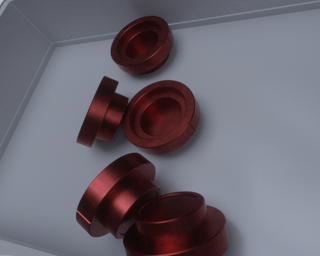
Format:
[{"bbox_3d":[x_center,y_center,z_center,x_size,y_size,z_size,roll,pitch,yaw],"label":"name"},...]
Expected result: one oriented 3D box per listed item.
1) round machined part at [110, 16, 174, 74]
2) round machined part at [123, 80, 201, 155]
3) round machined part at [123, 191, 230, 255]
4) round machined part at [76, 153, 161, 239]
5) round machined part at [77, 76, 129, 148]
[{"bbox_3d":[-0.024,-0.123,0.481,0.098,0.042,0.098,-13,56,20],"label":"round machined part"},{"bbox_3d":[0.005,-0.010,0.397,0.098,0.042,0.098,-13,56,20],"label":"round machined part"},{"bbox_3d":[0.013,0.092,0.293,0.098,0.098,0.042,-10,97,22],"label":"round machined part"},{"bbox_3d":[-0.037,0.078,0.331,0.042,0.098,0.098,36,81,23],"label":"round machined part"},{"bbox_3d":[-0.074,-0.018,0.421,0.042,0.098,0.098,23,67,-11],"label":"round machined part"}]
